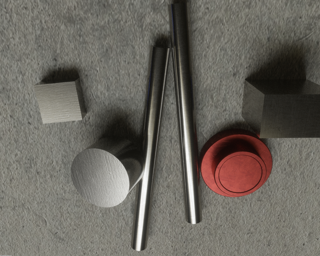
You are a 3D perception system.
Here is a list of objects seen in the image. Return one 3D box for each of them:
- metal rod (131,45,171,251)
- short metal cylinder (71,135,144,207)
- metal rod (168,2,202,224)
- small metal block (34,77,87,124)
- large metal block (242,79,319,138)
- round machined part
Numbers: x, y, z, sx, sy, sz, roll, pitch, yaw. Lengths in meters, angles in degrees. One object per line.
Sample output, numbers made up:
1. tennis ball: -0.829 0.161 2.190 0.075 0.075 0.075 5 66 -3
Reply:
1. metal rod: -0.016 0.041 0.424 0.025 0.025 0.298 6 110 -3
2. short metal cylinder: -0.067 0.055 0.404 0.080 0.050 0.079 6 109 17
3. metal rod: 0.036 -0.005 0.408 0.025 0.025 0.298 -5 110 1
4. small metal block: -0.126 -0.035 0.395 0.050 0.025 0.050 -5 110 1
5. large metal block: 0.151 -0.026 0.373 0.081 0.080 0.050 0 110 0
6. round machined part: 0.105 0.053 0.422 0.099 0.042 0.097 0 110 -1
